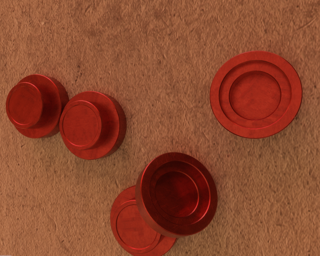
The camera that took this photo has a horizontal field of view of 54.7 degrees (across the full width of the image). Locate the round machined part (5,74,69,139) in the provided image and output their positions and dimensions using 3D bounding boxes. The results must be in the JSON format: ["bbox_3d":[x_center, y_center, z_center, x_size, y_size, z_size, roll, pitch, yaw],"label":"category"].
[{"bbox_3d":[-0.190,-0.033,0.467,0.098,0.042,0.097,0,90,20],"label":"round machined part"}]

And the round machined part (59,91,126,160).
[{"bbox_3d":[-0.101,-0.004,0.435,0.098,0.042,0.097,0,90,20],"label":"round machined part"}]

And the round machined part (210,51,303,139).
[{"bbox_3d":[0.111,-0.037,0.361,0.098,0.042,0.097,0,90,20],"label":"round machined part"}]

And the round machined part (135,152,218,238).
[{"bbox_3d":[0.016,0.082,0.375,0.098,0.099,0.042,57,147,11],"label":"round machined part"}]

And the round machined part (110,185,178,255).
[{"bbox_3d":[-0.023,0.124,0.408,0.098,0.042,0.097,0,90,20],"label":"round machined part"}]
